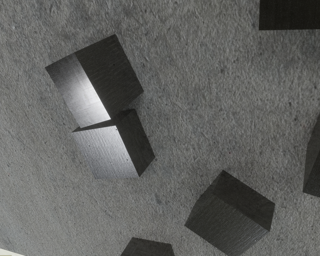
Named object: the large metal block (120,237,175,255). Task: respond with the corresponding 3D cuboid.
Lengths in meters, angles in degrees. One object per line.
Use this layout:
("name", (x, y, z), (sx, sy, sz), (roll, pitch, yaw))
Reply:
("large metal block", (-0.017, 0.249, 0.554), (0.080, 0.050, 0.080), (-1, 118, 28))

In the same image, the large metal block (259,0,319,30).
("large metal block", (0.125, -0.110, 0.237), (0.080, 0.080, 0.050), (7, 122, 24))

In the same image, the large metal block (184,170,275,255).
("large metal block", (0.092, 0.116, 0.414), (0.080, 0.050, 0.079), (33, 129, 6))

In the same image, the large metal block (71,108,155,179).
("large metal block", (-0.065, 0.024, 0.440), (0.080, 0.050, 0.080), (-8, 115, 32))

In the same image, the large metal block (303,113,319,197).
("large metal block", (0.186, 0.030, 0.291), (0.080, 0.080, 0.050), (16, 125, 19))

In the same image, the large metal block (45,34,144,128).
("large metal block", (-0.075, -0.058, 0.375), (0.050, 0.080, 0.080), (-14, 111, 34))
